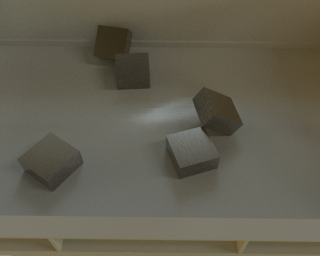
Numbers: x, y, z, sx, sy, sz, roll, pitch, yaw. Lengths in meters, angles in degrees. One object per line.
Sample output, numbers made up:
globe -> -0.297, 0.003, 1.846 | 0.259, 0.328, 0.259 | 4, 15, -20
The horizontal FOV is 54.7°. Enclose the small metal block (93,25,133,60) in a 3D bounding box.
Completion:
small metal block -> -0.076, -0.135, 0.500 | 0.050, 0.025, 0.050 | 10, 94, 9

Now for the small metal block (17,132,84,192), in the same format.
small metal block -> -0.130, 0.040, 0.371 | 0.050, 0.025, 0.050 | 28, 55, 22

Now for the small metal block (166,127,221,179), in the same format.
small metal block -> 0.039, 0.029, 0.380 | 0.050, 0.025, 0.050 | -14, 52, -12

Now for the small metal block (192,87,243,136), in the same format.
small metal block -> 0.076, -0.022, 0.408 | 0.050, 0.025, 0.050 | 16, 43, -31

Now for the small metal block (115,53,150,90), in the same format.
small metal block -> -0.041, -0.087, 0.472 | 0.050, 0.025, 0.050 | -3, 61, -3
